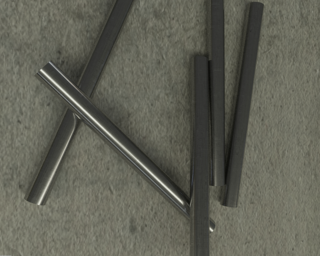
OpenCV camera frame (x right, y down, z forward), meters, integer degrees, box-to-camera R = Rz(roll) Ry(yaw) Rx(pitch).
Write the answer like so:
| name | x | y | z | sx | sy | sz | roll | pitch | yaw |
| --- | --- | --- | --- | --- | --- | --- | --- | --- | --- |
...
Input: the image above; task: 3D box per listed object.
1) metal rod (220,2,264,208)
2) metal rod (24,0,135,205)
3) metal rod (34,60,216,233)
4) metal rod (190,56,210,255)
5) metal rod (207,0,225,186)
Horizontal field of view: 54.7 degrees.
| name | x | y | z | sx | sy | sz | roll | pitch | yaw |
| --- | --- | --- | --- | --- | --- | --- | --- | --- | --- |
| metal rod | 0.121 | -0.035 | 0.455 | 0.025 | 0.025 | 0.298 | 10 | 87 | -20 |
| metal rod | -0.089 | -0.053 | 0.376 | 0.025 | 0.025 | 0.299 | 25 | 82 | -19 |
| metal rod | -0.028 | 0.038 | 0.382 | 0.025 | 0.025 | 0.300 | -49 | 112 | -14 |
| metal rod | 0.052 | 0.052 | 0.406 | 0.025 | 0.025 | 0.298 | 5 | 80 | -20 |
| metal rod | 0.079 | -0.069 | 0.439 | 0.025 | 0.025 | 0.298 | 0 | 90 | -20 |
